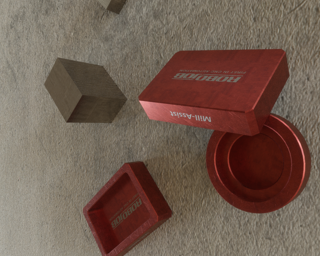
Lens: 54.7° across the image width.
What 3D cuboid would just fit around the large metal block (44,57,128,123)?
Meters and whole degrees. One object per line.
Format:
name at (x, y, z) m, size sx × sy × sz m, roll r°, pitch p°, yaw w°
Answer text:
large metal block at (-0.109, -0.053, 0.457) m, size 0.050 × 0.081 × 0.080 m, roll -52°, pitch 60°, yaw 27°

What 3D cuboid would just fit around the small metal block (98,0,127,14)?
small metal block at (-0.071, -0.208, 0.461) m, size 0.050 × 0.025 × 0.050 m, roll 52°, pitch 120°, yaw 27°

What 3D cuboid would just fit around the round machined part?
round machined part at (0.099, 0.032, 0.311) m, size 0.098 × 0.042 × 0.097 m, roll 0°, pitch 90°, yaw 39°

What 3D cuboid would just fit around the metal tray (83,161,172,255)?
metal tray at (-0.052, 0.120, 0.441) m, size 0.129 × 0.030 × 0.090 m, roll -47°, pitch 62°, yaw 29°

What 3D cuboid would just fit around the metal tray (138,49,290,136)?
metal tray at (0.053, -0.043, 0.321) m, size 0.130 × 0.030 × 0.090 m, roll 11°, pitch 52°, yaw 39°
